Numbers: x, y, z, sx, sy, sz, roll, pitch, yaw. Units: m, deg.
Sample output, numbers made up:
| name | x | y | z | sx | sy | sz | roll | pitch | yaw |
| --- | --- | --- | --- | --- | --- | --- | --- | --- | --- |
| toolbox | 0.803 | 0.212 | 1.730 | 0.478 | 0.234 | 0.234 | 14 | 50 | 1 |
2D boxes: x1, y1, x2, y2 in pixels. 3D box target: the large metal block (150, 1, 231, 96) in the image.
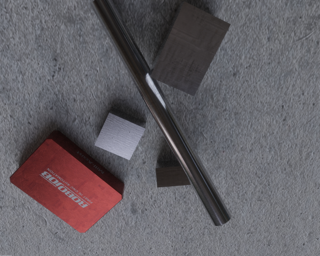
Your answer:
| name | x | y | z | sx | sy | sz | roll | pitch | yaw |
| --- | --- | --- | --- | --- | --- | --- | --- | --- | --- |
| large metal block | 0.029 | -0.091 | 0.348 | 0.050 | 0.080 | 0.079 | 23 | 108 | -9 |

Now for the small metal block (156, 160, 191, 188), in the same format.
| name | x | y | z | sx | sy | sz | roll | pitch | yaw |
| --- | --- | --- | --- | --- | --- | --- | --- | --- | --- |
| small metal block | 0.021 | 0.059 | 0.416 | 0.050 | 0.050 | 0.025 | -5 | 94 | 1 |

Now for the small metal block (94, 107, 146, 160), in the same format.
| name | x | y | z | sx | sy | sz | roll | pitch | yaw |
| --- | --- | --- | --- | --- | --- | --- | --- | --- | --- |
| small metal block | -0.052 | 0.007 | 0.412 | 0.050 | 0.025 | 0.050 | 24 | 108 | -9 |

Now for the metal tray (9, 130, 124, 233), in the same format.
| name | x | y | z | sx | sy | sz | roll | pitch | yaw |
| --- | --- | --- | --- | --- | --- | --- | --- | --- | --- |
| metal tray | -0.127 | 0.077 | 0.434 | 0.130 | 0.030 | 0.090 | 43 | 104 | -15 |

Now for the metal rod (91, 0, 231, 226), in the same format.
| name | x | y | z | sx | sy | sz | roll | pitch | yaw |
| --- | --- | --- | --- | --- | --- | --- | --- | --- | --- |
| metal rod | 0.004 | -0.016 | 0.370 | 0.025 | 0.025 | 0.299 | -28 | 95 | 9 |
